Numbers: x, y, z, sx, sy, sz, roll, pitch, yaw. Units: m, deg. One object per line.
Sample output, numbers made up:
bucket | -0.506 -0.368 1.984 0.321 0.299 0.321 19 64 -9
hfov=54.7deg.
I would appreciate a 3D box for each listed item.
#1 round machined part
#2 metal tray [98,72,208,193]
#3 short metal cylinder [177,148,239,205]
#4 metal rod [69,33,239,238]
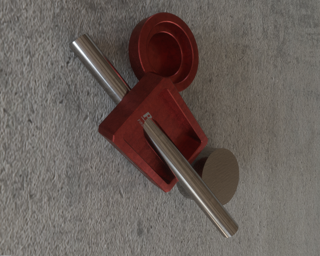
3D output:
round machined part | 0.000 -0.092 0.394 0.099 0.042 0.097 0 90 -40
metal tray | -0.001 0.009 0.367 0.090 0.030 0.130 -50 135 -13
short metal cylinder | 0.069 0.067 0.446 0.081 0.050 0.080 0 90 -40
metal rod | 0.002 0.020 0.369 0.300 0.025 0.025 52 59 -14
